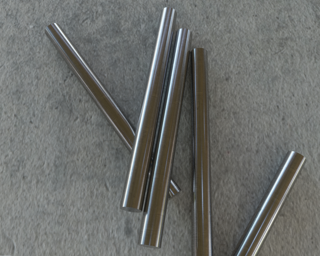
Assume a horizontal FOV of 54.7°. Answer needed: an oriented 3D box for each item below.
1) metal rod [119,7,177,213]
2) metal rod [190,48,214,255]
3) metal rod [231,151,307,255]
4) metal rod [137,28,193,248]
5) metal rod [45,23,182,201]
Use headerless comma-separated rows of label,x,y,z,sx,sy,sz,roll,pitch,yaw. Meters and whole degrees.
metal rod,-0.009,-0.043,0.405,0.025,0.025,0.299,8,63,3
metal rod,0.052,0.031,0.397,0.025,0.025,0.299,2,70,0
metal rod,0.092,0.154,0.353,0.025,0.025,0.300,32,73,11
metal rod,0.012,-0.007,0.392,0.025,0.025,0.299,9,63,3
metal rod,-0.071,-0.031,0.418,0.025,0.025,0.300,-34,74,-12
